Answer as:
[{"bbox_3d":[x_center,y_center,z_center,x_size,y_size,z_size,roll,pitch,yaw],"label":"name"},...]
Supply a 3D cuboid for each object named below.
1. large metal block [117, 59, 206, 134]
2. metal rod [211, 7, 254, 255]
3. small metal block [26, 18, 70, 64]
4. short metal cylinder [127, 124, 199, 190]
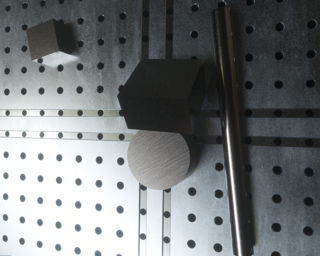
[{"bbox_3d":[0.007,-0.041,0.373,0.080,0.080,0.050,5,133,19],"label":"large metal block"},{"bbox_3d":[0.088,0.003,0.381,0.025,0.025,0.298,-6,88,19],"label":"metal rod"},{"bbox_3d":[-0.171,-0.131,0.471,0.050,0.025,0.050,-13,86,19],"label":"small metal block"},{"bbox_3d":[0.006,0.035,0.397,0.080,0.050,0.079,0,90,19],"label":"short metal cylinder"}]
